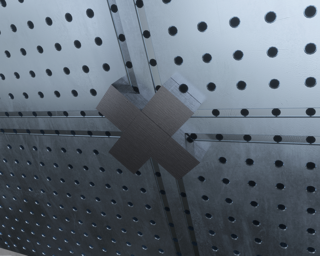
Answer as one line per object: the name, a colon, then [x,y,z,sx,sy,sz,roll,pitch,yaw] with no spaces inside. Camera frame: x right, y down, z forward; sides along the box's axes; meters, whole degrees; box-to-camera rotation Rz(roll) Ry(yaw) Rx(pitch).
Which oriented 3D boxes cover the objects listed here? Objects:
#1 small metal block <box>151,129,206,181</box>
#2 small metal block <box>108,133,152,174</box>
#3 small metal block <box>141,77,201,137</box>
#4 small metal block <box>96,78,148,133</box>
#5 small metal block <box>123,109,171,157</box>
small metal block: [0.025,0.036,0.419,0.050,0.025,0.050,42,129,-1]
small metal block: [-0.039,0.032,0.450,0.050,0.025,0.050,41,129,-1]
small metal block: [0.014,-0.025,0.387,0.050,0.025,0.050,41,129,-1]
small metal block: [-0.051,-0.030,0.418,0.050,0.025,0.050,42,129,-1]
small metal block: [-0.013,0.003,0.417,0.050,0.025,0.050,41,129,-1]
